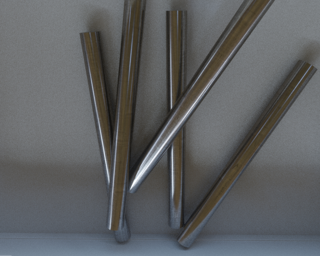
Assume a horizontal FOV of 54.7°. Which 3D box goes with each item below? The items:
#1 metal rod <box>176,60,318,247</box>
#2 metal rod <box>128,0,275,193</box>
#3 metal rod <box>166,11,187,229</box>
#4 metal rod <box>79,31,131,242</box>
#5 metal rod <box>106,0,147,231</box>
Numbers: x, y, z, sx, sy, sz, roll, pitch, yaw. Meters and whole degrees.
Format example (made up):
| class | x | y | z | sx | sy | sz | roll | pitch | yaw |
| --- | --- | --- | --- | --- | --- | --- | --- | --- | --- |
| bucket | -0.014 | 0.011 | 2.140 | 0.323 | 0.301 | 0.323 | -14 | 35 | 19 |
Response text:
| class | x | y | z | sx | sy | sz | roll | pitch | yaw |
| --- | --- | --- | --- | --- | --- | --- | --- | --- | --- |
| metal rod | 0.109 | 0.045 | 0.423 | 0.025 | 0.025 | 0.298 | 28 | 105 | -10 |
| metal rod | 0.032 | -0.027 | 0.367 | 0.025 | 0.025 | 0.298 | 28 | 118 | -10 |
| metal rod | 0.022 | 0.003 | 0.412 | 0.025 | 0.025 | 0.298 | -1 | 110 | 0 |
| metal rod | -0.070 | 0.025 | 0.419 | 0.025 | 0.025 | 0.298 | -5 | 110 | 2 |
| metal rod | -0.045 | -0.009 | 0.391 | 0.025 | 0.025 | 0.298 | 6 | 104 | -3 |
